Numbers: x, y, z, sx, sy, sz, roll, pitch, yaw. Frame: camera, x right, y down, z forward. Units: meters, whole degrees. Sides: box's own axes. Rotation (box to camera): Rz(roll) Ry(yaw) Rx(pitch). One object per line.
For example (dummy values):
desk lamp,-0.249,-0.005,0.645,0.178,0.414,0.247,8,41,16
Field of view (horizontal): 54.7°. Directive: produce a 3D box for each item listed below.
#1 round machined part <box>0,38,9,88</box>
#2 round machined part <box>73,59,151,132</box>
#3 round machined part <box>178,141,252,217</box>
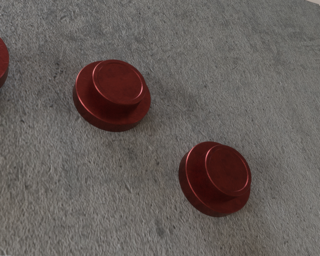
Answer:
round machined part,-0.211,-0.065,0.319,0.099,0.042,0.098,14,56,-21
round machined part,-0.056,-0.047,0.391,0.099,0.042,0.098,14,56,-21
round machined part,0.077,0.060,0.397,0.099,0.042,0.098,14,56,-21
